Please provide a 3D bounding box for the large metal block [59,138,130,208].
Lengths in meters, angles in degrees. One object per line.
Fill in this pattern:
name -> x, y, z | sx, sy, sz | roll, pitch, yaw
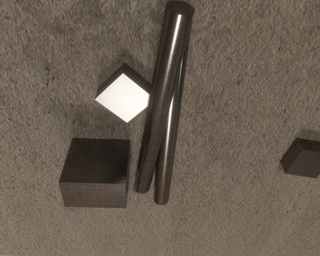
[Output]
large metal block -> -0.083, 0.060, 0.421 | 0.081, 0.080, 0.050 | 2, 130, -2

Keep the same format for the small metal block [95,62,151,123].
small metal block -> -0.041, -0.041, 0.371 | 0.050, 0.025, 0.050 | -37, 121, 27

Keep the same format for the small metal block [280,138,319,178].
small metal block -> 0.212, 0.044, 0.448 | 0.050, 0.025, 0.050 | 10, 130, -9

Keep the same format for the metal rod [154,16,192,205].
metal rod -> 0.011, 0.003, 0.409 | 0.025, 0.025, 0.298 | 2, 130, -3

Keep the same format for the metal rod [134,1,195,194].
metal rod -> -0.005, -0.006, 0.375 | 0.025, 0.025, 0.298 | 6, 138, -6
